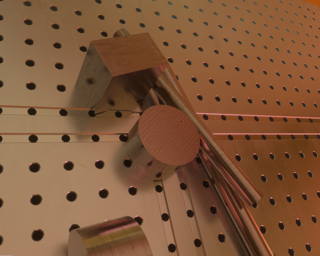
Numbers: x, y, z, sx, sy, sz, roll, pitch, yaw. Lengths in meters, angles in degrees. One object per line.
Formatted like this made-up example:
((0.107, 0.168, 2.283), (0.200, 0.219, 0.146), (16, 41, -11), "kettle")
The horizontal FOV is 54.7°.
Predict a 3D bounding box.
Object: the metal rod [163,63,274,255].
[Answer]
((0.066, 0.036, 0.420), (0.025, 0.025, 0.299), (-15, 69, -34), "metal rod")

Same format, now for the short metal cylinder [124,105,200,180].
((0.002, 0.018, 0.382), (0.081, 0.050, 0.080), (14, 56, -21), "short metal cylinder")

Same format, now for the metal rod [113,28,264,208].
((0.028, -0.025, 0.416), (0.025, 0.025, 0.300), (-24, 68, -37), "metal rod")

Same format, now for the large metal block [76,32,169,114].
((-0.049, -0.068, 0.388), (0.081, 0.080, 0.050), (-22, 74, -36), "large metal block")

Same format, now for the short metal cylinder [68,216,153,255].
((-0.045, 0.124, 0.273), (0.050, 0.080, 0.080), (-6, 65, -31), "short metal cylinder")
